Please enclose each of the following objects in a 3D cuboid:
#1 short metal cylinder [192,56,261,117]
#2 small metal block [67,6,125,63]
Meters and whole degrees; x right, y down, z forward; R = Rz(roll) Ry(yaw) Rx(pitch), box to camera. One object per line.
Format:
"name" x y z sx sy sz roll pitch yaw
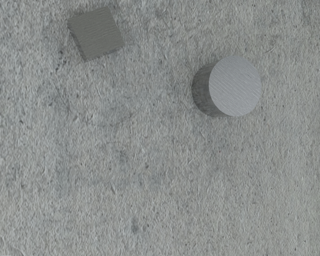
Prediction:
"short metal cylinder" 0.091 -0.055 0.429 0.081 0.050 0.079 0 90 -20
"small metal block" -0.079 -0.114 0.380 0.050 0.025 0.050 -27 99 -18
